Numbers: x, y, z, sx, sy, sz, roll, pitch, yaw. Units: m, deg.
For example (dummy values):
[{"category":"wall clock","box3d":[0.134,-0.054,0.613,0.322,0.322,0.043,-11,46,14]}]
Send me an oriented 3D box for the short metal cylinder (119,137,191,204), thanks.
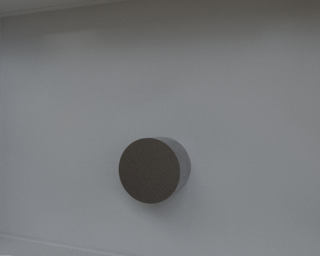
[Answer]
[{"category":"short metal cylinder","box3d":[-0.006,0.052,0.400,0.080,0.050,0.080,0,90,20]}]
